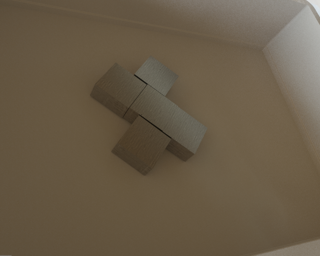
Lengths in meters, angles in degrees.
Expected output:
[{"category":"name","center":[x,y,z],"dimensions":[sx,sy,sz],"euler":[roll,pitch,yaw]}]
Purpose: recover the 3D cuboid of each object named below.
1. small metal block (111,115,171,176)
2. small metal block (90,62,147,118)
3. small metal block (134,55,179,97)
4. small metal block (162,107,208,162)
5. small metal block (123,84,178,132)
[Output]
[{"category":"small metal block","center":[-0.022,0.021,0.379],"dimensions":[0.050,0.025,0.050],"euler":[37,52,-4]},{"category":"small metal block","center":[-0.054,-0.050,0.404],"dimensions":[0.050,0.025,0.050],"euler":[36,51,-5]},{"category":"small metal block","center":[-0.009,-0.067,0.439],"dimensions":[0.050,0.025,0.050],"euler":[36,50,-4]},{"category":"small metal block","center":[0.029,0.008,0.413],"dimensions":[0.050,0.025,0.050],"euler":[36,51,-5]},{"category":"small metal block","center":[-0.012,-0.022,0.409],"dimensions":[0.050,0.025,0.050],"euler":[36,51,-5]}]
